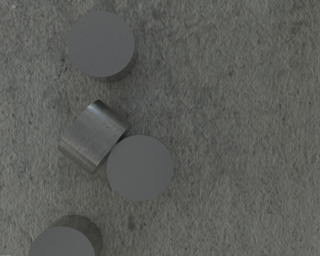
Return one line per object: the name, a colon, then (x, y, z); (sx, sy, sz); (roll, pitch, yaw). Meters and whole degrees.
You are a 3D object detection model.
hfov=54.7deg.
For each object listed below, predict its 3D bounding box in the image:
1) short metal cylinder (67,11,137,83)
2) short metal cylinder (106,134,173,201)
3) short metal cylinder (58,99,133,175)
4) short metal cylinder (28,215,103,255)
short metal cylinder: (-0.071, -0.101, 0.397); (0.081, 0.050, 0.079); (0, 90, -1)
short metal cylinder: (-0.024, 0.048, 0.397); (0.081, 0.050, 0.079); (0, 90, -1)
short metal cylinder: (-0.078, 0.012, 0.382); (0.050, 0.080, 0.080); (38, 90, 0)
short metal cylinder: (-0.118, 0.158, 0.396); (0.081, 0.050, 0.079); (0, 90, -1)
